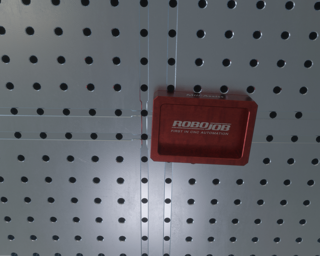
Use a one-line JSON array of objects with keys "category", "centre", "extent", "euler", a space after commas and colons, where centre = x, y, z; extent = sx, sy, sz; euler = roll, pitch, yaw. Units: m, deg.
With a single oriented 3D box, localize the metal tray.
[{"category": "metal tray", "centre": [0.055, 0.001, 0.411], "extent": [0.131, 0.030, 0.089], "euler": [3, 110, -2]}]
